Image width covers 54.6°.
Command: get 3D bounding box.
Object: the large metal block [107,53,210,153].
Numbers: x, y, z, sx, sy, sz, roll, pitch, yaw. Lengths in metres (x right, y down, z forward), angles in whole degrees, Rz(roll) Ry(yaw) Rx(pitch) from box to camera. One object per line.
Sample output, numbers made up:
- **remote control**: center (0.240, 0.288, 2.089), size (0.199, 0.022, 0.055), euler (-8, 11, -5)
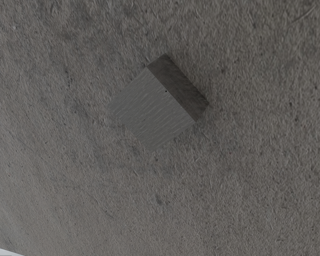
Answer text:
- **large metal block**: center (-0.002, -0.029, 0.375), size (0.080, 0.050, 0.080), euler (48, 129, -6)
